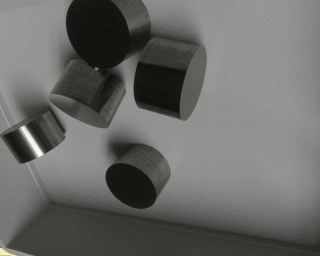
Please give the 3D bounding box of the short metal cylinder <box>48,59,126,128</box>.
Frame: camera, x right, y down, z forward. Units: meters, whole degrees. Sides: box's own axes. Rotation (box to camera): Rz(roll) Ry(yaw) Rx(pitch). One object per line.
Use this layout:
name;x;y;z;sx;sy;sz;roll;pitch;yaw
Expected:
short metal cylinder;-0.090;-0.041;0.389;0.080;0.050;0.080;21;161;8

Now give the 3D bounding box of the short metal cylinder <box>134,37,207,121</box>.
short metal cylinder;0.013;-0.053;0.333;0.050;0.080;0.079;17;125;18

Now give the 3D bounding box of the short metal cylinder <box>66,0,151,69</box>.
short metal cylinder;-0.057;-0.114;0.351;0.080;0.050;0.079;13;124;20

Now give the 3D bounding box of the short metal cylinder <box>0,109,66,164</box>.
short metal cylinder;-0.196;0.012;0.481;0.080;0.080;0.050;-14;111;33

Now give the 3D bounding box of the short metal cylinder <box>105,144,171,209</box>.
short metal cylinder;-0.031;0.070;0.451;0.080;0.050;0.079;13;124;20
